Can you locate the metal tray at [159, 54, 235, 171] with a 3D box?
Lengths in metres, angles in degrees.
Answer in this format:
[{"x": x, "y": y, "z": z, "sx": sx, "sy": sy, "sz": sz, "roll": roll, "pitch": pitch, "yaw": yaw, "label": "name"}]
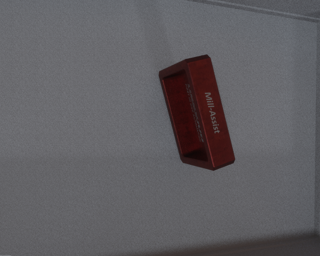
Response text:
[{"x": 0.043, "y": -0.017, "z": 0.388, "sx": 0.030, "sy": 0.090, "sz": 0.129, "roll": -17, "pitch": 96, "yaw": -20, "label": "metal tray"}]
